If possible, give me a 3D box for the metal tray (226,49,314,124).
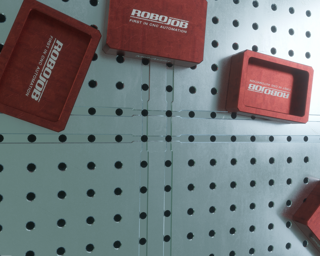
[{"bbox_3d":[0.169,-0.059,0.471,0.131,0.030,0.090,8,87,-20],"label":"metal tray"}]

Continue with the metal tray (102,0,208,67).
[{"bbox_3d":[-0.005,-0.136,0.408,0.131,0.030,0.090,5,88,-20],"label":"metal tray"}]

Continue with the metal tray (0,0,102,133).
[{"bbox_3d":[-0.134,-0.069,0.360,0.090,0.030,0.130,22,83,-19],"label":"metal tray"}]

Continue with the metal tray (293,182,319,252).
[{"bbox_3d":[0.292,0.163,0.517,0.090,0.030,0.130,-45,104,-14],"label":"metal tray"}]
